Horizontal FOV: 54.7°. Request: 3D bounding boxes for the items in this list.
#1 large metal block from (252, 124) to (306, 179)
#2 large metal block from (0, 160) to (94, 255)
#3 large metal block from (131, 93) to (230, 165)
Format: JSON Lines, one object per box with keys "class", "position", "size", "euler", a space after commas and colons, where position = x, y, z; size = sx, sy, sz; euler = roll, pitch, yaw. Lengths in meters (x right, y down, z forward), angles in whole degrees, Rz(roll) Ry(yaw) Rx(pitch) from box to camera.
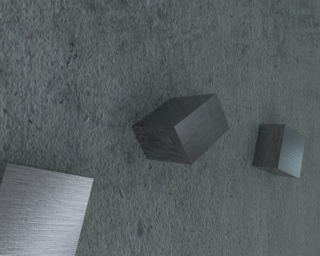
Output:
{"class": "large metal block", "position": [0.222, 0.043, 0.574], "size": [0.080, 0.050, 0.080], "euler": [23, 76, -38]}
{"class": "large metal block", "position": [-0.119, 0.077, 0.289], "size": [0.080, 0.050, 0.080], "euler": [20, 78, -38]}
{"class": "large metal block", "position": [0.026, -0.001, 0.390], "size": [0.080, 0.080, 0.050], "euler": [-38, 113, -34]}
